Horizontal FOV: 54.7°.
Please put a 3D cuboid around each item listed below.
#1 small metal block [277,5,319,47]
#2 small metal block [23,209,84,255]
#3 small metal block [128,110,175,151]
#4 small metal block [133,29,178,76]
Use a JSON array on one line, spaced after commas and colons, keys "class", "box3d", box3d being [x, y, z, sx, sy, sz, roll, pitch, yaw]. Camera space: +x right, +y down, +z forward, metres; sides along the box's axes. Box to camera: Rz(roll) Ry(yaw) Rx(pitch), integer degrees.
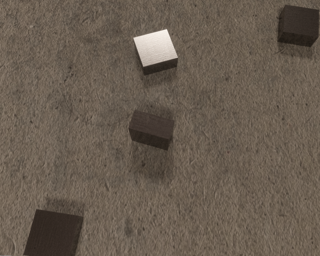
[{"class": "small metal block", "box3d": [0.208, -0.154, 0.467, 0.050, 0.025, 0.050, 10, 70, 3]}, {"class": "small metal block", "box3d": [-0.122, 0.125, 0.361, 0.050, 0.025, 0.050, 8, 70, 2]}, {"class": "small metal block", "box3d": [-0.010, 0.004, 0.393, 0.050, 0.050, 0.025, 16, 71, 5]}, {"class": "small metal block", "box3d": [-0.007, -0.109, 0.448, 0.050, 0.025, 0.050, -16, 71, -6]}]
